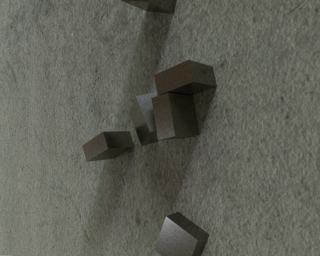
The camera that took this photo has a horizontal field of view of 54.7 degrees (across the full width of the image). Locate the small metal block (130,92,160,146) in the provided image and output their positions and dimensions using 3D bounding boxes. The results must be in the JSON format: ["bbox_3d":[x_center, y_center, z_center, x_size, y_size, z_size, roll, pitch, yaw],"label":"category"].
[{"bbox_3d":[-0.016,-0.011,0.401,0.050,0.025,0.050,123,129,-62],"label":"small metal block"}]

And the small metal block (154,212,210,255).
[{"bbox_3d":[0.026,0.141,0.382,0.050,0.025,0.050,28,107,36],"label":"small metal block"}]

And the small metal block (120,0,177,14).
[{"bbox_3d":[-0.014,-0.168,0.398,0.050,0.050,0.025,22,104,37],"label":"small metal block"}]

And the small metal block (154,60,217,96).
[{"bbox_3d":[0.030,-0.055,0.362,0.050,0.050,0.025,-17,79,38],"label":"small metal block"}]

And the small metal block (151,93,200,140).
[{"bbox_3d":[0.019,-0.013,0.371,0.025,0.050,0.050,-15,81,38],"label":"small metal block"}]

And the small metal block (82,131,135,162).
[{"bbox_3d":[-0.074,0.026,0.448,0.050,0.050,0.025,-30,72,36],"label":"small metal block"}]
